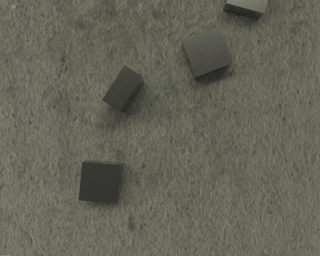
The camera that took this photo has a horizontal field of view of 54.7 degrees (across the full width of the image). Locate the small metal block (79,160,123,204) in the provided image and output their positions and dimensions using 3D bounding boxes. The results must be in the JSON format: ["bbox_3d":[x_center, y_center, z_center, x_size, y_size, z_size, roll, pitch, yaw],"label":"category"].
[{"bbox_3d":[-0.077,0.070,0.409,0.050,0.025,0.050,5,90,-1],"label":"small metal block"}]

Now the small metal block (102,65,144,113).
[{"bbox_3d":[-0.046,-0.048,0.397,0.025,0.050,0.050,33,90,0],"label":"small metal block"}]

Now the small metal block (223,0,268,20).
[{"bbox_3d":[0.117,-0.178,0.411,0.050,0.025,0.050,15,90,-1],"label":"small metal block"}]

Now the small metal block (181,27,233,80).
[{"bbox_3d":[0.061,-0.098,0.411,0.050,0.025,0.050,-21,90,-1],"label":"small metal block"}]
